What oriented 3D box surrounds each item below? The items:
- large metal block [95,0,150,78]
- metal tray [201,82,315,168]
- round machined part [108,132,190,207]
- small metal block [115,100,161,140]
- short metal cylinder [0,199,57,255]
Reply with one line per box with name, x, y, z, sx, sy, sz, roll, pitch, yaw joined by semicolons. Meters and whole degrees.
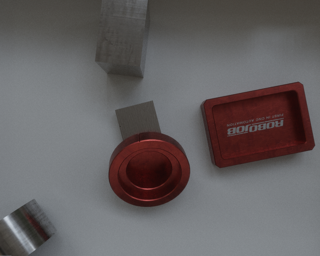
large metal block;-0.043;-0.111;0.383;0.050;0.080;0.079;7;90;0
metal tray;0.127;-0.004;0.410;0.131;0.030;0.089;-11;90;-1
round machined part;-0.014;0.048;0.390;0.099;0.042;0.097;-3;116;-6
small metal block;-0.027;-0.005;0.411;0.050;0.025;0.050;-14;90;-1
short metal cylinder;-0.177;0.132;0.382;0.080;0.080;0.050;-35;90;0
